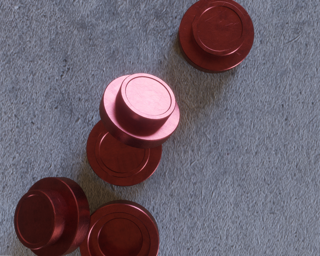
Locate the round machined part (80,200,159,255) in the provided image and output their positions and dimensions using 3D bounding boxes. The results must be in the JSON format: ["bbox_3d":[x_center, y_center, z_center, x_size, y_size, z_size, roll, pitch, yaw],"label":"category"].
[{"bbox_3d":[-0.050,0.141,0.401,0.099,0.042,0.097,0,90,0],"label":"round machined part"}]

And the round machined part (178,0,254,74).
[{"bbox_3d":[0.074,-0.123,0.402,0.099,0.042,0.097,0,90,0],"label":"round machined part"}]

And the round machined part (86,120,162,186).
[{"bbox_3d":[-0.046,0.027,0.401,0.099,0.042,0.097,0,90,0],"label":"round machined part"}]

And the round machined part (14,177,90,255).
[{"bbox_3d":[-0.138,0.109,0.380,0.098,0.042,0.098,-5,80,26],"label":"round machined part"}]

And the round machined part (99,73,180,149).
[{"bbox_3d":[-0.020,-0.027,0.375,0.099,0.042,0.098,12,54,-18],"label":"round machined part"}]
